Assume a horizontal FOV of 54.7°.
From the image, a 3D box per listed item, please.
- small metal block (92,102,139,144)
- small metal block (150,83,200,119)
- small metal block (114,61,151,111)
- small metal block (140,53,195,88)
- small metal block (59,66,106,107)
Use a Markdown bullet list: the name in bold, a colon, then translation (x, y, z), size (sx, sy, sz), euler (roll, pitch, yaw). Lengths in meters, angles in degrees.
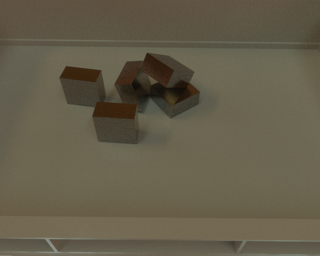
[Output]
- **small metal block**: translation (-0.054, -0.006, 0.393), size (0.050, 0.050, 0.025), euler (4, 50, 3)
- **small metal block**: translation (0.021, -0.047, 0.445), size (0.050, 0.025, 0.050), euler (-28, 56, -22)
- **small metal block**: translation (-0.036, -0.059, 0.435), size (0.025, 0.050, 0.050), euler (2, 49, 21)
- **small metal block**: translation (0.010, -0.079, 0.424), size (0.050, 0.025, 0.050), euler (38, 27, 27)
- **small metal block**: translation (-0.107, -0.057, 0.435), size (0.050, 0.050, 0.025), euler (7, 51, 6)
